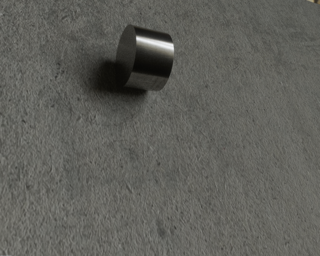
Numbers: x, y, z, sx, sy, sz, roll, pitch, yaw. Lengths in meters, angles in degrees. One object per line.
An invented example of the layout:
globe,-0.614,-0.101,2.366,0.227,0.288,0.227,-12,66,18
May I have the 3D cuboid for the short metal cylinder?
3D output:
short metal cylinder,-0.023,-0.091,0.411,0.050,0.080,0.080,5,60,-26
